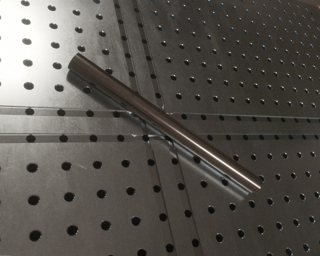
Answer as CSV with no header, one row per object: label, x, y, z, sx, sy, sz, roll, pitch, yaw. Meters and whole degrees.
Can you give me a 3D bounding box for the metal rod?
metal rod,0.012,-0.003,0.417,0.301,0.025,0.025,34,51,-6
